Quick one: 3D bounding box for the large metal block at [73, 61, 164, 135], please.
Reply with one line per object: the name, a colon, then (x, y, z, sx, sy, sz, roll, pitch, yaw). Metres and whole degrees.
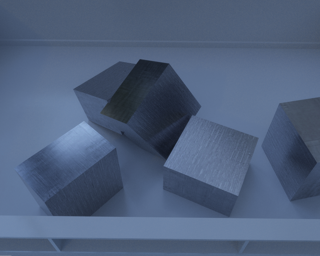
large metal block: (-0.052, -0.043, 0.407, 0.080, 0.050, 0.080, -39, 38, -28)

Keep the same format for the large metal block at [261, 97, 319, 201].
large metal block: (0.164, 0.024, 0.350, 0.050, 0.080, 0.080, -9, 51, -7)

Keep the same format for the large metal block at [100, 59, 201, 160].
large metal block: (-0.008, -0.022, 0.364, 0.050, 0.080, 0.080, 20, 71, 45)

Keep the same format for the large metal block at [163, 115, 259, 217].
large metal block: (0.057, 0.041, 0.354, 0.080, 0.050, 0.080, 20, 53, 16)

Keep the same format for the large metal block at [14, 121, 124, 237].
large metal block: (-0.089, 0.053, 0.324, 0.050, 0.080, 0.080, 36, 59, 26)
